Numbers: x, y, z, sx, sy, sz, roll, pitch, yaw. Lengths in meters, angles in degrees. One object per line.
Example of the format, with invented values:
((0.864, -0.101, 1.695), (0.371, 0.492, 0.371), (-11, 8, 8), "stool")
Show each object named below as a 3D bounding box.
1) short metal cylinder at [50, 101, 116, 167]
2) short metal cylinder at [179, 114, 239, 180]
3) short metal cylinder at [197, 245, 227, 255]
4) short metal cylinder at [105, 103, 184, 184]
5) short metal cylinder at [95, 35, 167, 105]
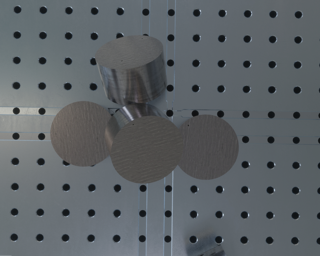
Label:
((-0.093, 0.007, 0.400), (0.081, 0.050, 0.079), (0, 90, 0), "short metal cylinder")
((0.056, 0.023, 0.401), (0.081, 0.050, 0.080), (0, 90, 0), "short metal cylinder")
((0.072, 0.195, 0.386), (0.050, 0.080, 0.080), (-26, 90, 0), "short metal cylinder")
((-0.020, 0.016, 0.355), (0.081, 0.050, 0.079), (-6, 112, -15), "short metal cylinder")
((-0.033, -0.072, 0.379), (0.080, 0.080, 0.050), (-9, 132, 0), "short metal cylinder")
